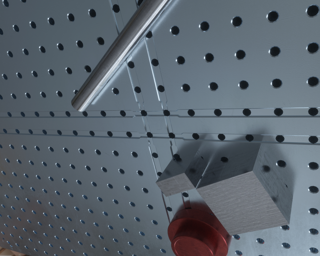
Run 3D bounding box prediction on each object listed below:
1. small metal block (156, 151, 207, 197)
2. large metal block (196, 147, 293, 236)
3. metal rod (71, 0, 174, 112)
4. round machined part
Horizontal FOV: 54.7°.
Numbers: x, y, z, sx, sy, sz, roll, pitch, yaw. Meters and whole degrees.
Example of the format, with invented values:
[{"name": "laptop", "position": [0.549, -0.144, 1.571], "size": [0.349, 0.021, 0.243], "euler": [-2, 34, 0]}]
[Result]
[{"name": "small metal block", "position": [0.030, 0.062, 0.418], "size": [0.050, 0.050, 0.025], "euler": [-26, 104, 37]}, {"name": "large metal block", "position": [0.107, 0.081, 0.389], "size": [0.080, 0.050, 0.080], "euler": [-28, 103, 37]}, {"name": "metal rod", "position": [-0.030, -0.111, 0.358], "size": [0.025, 0.025, 0.299], "euler": [46, 129, -4]}, {"name": "round machined part", "position": [0.056, 0.177, 0.480], "size": [0.098, 0.042, 0.097], "euler": [13, 124, 21]}]
